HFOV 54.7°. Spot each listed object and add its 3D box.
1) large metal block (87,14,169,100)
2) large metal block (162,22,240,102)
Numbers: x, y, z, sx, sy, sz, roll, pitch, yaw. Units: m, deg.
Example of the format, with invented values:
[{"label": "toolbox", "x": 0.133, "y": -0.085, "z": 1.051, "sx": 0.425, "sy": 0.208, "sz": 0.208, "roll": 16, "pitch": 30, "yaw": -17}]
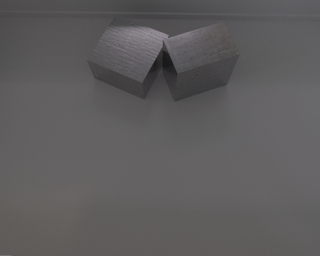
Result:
[{"label": "large metal block", "x": -0.041, "y": -0.098, "z": 0.432, "sx": 0.080, "sy": 0.050, "sz": 0.080, "roll": 24, "pitch": 72, "yaw": 8}, {"label": "large metal block", "x": 0.050, "y": -0.085, "z": 0.412, "sx": 0.080, "sy": 0.080, "sz": 0.050, "roll": -19, "pitch": 71, "yaw": -7}]
